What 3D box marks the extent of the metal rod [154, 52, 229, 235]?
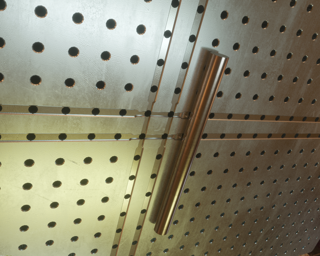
[{"bbox_3d":[0.039,0.038,0.454,0.025,0.025,0.298,1,118,-29],"label":"metal rod"}]
